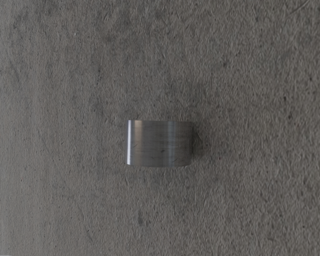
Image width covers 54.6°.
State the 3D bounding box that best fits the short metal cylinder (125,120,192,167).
[{"bbox_3d":[-0.002,0.016,0.372,0.080,0.081,0.050,3,92,40],"label":"short metal cylinder"}]
